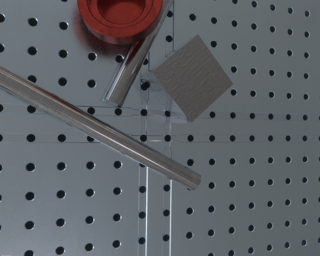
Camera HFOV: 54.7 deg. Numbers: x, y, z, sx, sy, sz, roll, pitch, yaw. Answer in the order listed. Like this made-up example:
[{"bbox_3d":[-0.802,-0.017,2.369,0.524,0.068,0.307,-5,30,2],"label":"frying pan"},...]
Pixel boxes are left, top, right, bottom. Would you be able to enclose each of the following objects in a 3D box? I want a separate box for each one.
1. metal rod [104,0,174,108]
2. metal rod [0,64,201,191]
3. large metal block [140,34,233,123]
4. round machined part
[{"bbox_3d":[0.002,-0.165,0.413,0.025,0.025,0.299,28,81,-18],"label":"metal rod"},{"bbox_3d":[-0.074,0.003,0.385,0.301,0.025,0.025,30,80,-18],"label":"metal rod"},{"bbox_3d":[0.035,-0.063,0.412,0.080,0.050,0.080,-42,104,-15],"label":"large metal block"},{"bbox_3d":[-0.045,-0.146,0.375,0.099,0.042,0.097,0,80,0],"label":"round machined part"}]
